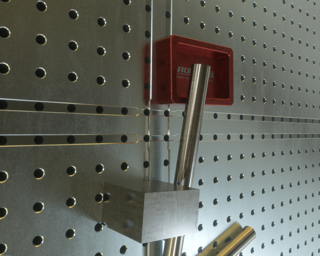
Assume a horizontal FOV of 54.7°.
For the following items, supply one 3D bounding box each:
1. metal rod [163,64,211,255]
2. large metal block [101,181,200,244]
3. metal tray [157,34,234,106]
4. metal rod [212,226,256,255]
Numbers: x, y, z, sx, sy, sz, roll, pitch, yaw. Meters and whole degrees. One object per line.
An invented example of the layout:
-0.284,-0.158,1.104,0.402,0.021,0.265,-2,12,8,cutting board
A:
0.032,0.066,0.412,0.025,0.025,0.298,6,93,-40,metal rod
-0.012,0.093,0.364,0.081,0.080,0.050,6,86,-40,large metal block
0.055,-0.078,0.451,0.131,0.030,0.089,-1,91,-40,metal tray
0.047,0.229,0.448,0.302,0.025,0.025,-23,105,-38,metal rod
